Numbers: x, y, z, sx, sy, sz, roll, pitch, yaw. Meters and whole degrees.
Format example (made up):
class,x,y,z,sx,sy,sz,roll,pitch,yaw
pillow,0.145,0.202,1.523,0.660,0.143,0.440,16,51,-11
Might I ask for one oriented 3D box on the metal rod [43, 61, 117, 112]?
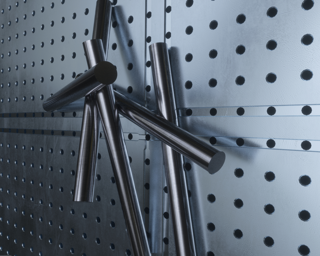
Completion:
class,x,y,z,sx,sy,sz,roll,pitch,yaw
metal rod,-0.131,-0.049,0.449,0.299,0.025,0.025,-6,86,60

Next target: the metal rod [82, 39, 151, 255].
class,x,y,z,sx,sy,sz,roll,pitch,yaw
metal rod,-0.056,0.033,0.414,0.025,0.025,0.298,-8,97,39

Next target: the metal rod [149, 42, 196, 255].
class,x,y,z,sx,sy,sz,roll,pitch,yaw
metal rod,0.017,0.039,0.393,0.025,0.025,0.298,-12,82,39

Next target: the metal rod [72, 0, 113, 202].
class,x,y,z,sx,sy,sz,roll,pitch,yaw
metal rod,-0.091,-0.050,0.433,0.025,0.025,0.299,-13,67,39

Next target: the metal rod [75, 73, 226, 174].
class,x,y,z,sx,sy,sz,roll,pitch,yaw
metal rod,-0.036,-0.022,0.411,0.300,0.025,0.025,31,110,43
